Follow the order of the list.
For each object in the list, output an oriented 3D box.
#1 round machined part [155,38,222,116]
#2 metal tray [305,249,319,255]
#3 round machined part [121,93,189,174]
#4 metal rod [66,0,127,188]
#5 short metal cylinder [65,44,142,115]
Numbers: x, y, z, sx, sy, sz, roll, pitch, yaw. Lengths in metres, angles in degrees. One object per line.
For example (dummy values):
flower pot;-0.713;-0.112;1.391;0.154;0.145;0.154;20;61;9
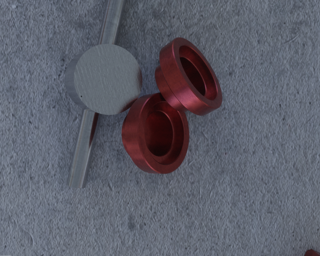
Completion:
round machined part;0.032;-0.058;0.382;0.042;0.099;0.098;-30;90;32
metal tray;0.217;0.241;0.410;0.090;0.030;0.129;25;90;-1
round machined part;-0.009;0.007;0.383;0.042;0.099;0.097;-4;90;39
metal rod;-0.079;-0.070;0.408;0.025;0.025;0.298;12;90;-1
short metal cylinder;-0.068;-0.057;0.372;0.081;0.050;0.079;-4;98;-28
